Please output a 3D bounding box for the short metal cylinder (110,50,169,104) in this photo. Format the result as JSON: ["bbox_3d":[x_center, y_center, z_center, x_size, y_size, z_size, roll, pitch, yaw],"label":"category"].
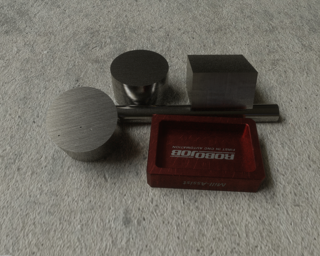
[{"bbox_3d":[-0.028,-0.068,0.446,0.081,0.050,0.080,0,49,0],"label":"short metal cylinder"}]

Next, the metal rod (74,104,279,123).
[{"bbox_3d":[0.008,-0.019,0.422,0.302,0.025,0.025,-1,50,-1],"label":"metal rod"}]

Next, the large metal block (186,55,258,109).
[{"bbox_3d":[0.080,-0.066,0.428,0.081,0.050,0.080,0,29,-1],"label":"large metal block"}]

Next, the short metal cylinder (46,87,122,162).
[{"bbox_3d":[-0.089,-0.003,0.374,0.081,0.050,0.080,0,71,-1],"label":"short metal cylinder"}]

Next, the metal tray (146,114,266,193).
[{"bbox_3d":[0.053,0.028,0.377,0.131,0.030,0.090,3,50,2],"label":"metal tray"}]
